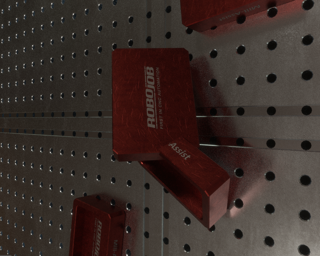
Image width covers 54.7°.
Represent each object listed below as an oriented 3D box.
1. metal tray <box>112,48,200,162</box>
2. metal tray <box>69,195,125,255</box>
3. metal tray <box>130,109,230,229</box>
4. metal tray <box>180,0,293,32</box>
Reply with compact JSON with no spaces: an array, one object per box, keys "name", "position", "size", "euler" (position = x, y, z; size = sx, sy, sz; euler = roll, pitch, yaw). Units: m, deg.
[{"name":"metal tray","position":[-0.008,-0.029,0.355],"size":[0.030,0.091,0.130],"euler":[101,166,-67]},{"name":"metal tray","position":[-0.102,0.182,0.487],"size":[0.090,0.030,0.129],"euler":[10,97,39]},{"name":"metal tray","position":[0.018,0.045,0.355],"size":[0.130,0.030,0.090],"euler":[39,156,32]},{"name":"metal tray","position":[0.082,-0.169,0.337],"size":[0.130,0.030,0.089],"euler":[-7,86,39]}]
